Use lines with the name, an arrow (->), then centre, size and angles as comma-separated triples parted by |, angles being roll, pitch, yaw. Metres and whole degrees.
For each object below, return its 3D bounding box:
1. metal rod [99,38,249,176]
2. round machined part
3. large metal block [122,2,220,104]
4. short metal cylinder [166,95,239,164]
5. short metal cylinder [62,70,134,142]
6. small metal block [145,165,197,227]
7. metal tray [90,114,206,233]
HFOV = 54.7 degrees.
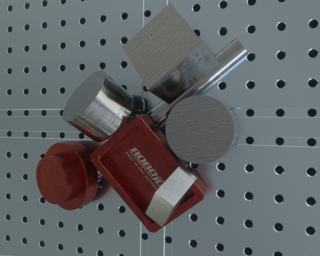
metal rod -> -0.012, -0.009, 0.418 | 0.300, 0.025, 0.025 | -39, 78, 16
round machined part -> -0.137, 0.069, 0.438 | 0.098, 0.042, 0.097 | 5, 99, 35
large metal block -> 0.012, -0.090, 0.383 | 0.080, 0.050, 0.080 | -39, 58, 16
short metal cylinder -> 0.053, 0.002, 0.380 | 0.080, 0.050, 0.079 | 0, 90, 20
short metal cylinder -> -0.081, -0.028, 0.406 | 0.080, 0.050, 0.080 | -31, 37, 27
small metal block -> 0.013, 0.080, 0.363 | 0.025, 0.050, 0.050 | 36, 137, 14
metal tray -> -0.015, 0.058, 0.400 | 0.090, 0.030, 0.130 | -39, 90, 16
